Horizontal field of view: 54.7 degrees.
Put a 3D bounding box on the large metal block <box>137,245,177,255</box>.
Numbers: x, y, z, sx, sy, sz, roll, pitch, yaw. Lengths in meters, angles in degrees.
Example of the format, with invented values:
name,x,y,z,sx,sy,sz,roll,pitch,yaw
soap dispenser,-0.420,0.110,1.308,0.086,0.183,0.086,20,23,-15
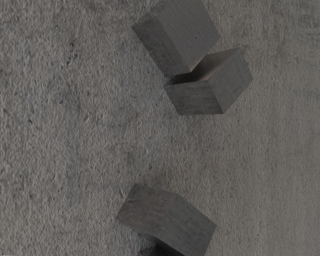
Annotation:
name,x,y,z,sx,sy,sz,roll,pitch,yaw
large metal block,0.017,0.198,0.384,0.050,0.080,0.079,-4,93,-40

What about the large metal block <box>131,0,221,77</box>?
name,x,y,z,sx,sy,sz,roll,pitch,yaw
large metal block,0.024,-0.126,0.408,0.080,0.050,0.080,-51,120,-28

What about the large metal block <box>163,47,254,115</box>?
name,x,y,z,sx,sy,sz,roll,pitch,yaw
large metal block,0.066,-0.062,0.424,0.080,0.080,0.050,-45,117,-30

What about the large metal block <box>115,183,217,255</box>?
name,x,y,z,sx,sy,sz,roll,pitch,yaw
large metal block,0.007,0.114,0.375,0.080,0.080,0.050,44,64,-31
